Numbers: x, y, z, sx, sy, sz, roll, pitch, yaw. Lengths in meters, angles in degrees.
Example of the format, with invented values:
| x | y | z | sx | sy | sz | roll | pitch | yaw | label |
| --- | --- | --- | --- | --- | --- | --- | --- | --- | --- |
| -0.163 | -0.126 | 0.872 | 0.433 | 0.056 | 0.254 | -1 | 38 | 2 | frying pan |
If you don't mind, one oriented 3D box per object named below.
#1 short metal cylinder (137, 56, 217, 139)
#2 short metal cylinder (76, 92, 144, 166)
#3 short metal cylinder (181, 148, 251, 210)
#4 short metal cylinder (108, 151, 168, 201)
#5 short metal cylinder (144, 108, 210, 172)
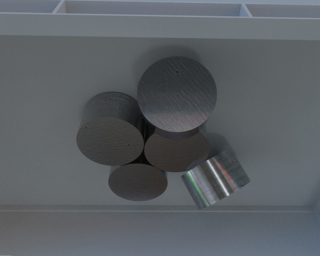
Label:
| x | y | z | sx | sy | sz | roll | pitch | yaw | label |
| --- | --- | --- | --- | --- | --- | --- | --- | --- | --- |
| 0.018 | -0.030 | 0.336 | 0.081 | 0.080 | 0.050 | -2 | 169 | 1 | short metal cylinder |
| -0.060 | 0.002 | 0.391 | 0.081 | 0.050 | 0.079 | 0 | 130 | 0 | short metal cylinder |
| 0.075 | 0.070 | 0.424 | 0.080 | 0.050 | 0.080 | -28 | 168 | -7 | short metal cylinder |
| -0.030 | 0.059 | 0.440 | 0.081 | 0.050 | 0.079 | 0 | 130 | 0 | short metal cylinder |
| 0.021 | 0.012 | 0.401 | 0.081 | 0.050 | 0.079 | 0 | 130 | 0 | short metal cylinder |
